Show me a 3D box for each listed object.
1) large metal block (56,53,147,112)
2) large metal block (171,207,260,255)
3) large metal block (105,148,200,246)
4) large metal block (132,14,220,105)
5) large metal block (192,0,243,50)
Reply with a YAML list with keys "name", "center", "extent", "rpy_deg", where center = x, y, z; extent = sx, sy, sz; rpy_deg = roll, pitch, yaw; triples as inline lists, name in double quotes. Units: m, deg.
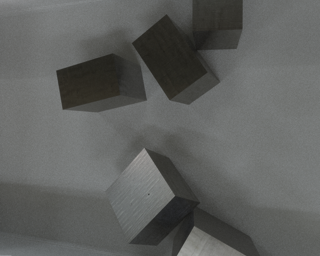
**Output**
- name: "large metal block"
  center: [-0.073, -0.055, 0.407]
  extent: [0.080, 0.080, 0.050]
  rpy_deg: [-12, 86, 19]
- name: "large metal block"
  center: [0.061, 0.138, 0.348]
  extent: [0.080, 0.080, 0.050]
  rpy_deg: [29, 94, 4]
- name: "large metal block"
  center: [-0.012, 0.085, 0.384]
  extent: [0.080, 0.050, 0.080]
  rpy_deg: [-49, 47, 13]
- name: "large metal block"
  center: [0.023, -0.077, 0.373]
  extent: [0.050, 0.080, 0.080]
  rpy_deg: [-36, 79, 17]
- name: "large metal block"
  center: [0.065, -0.139, 0.354]
  extent: [0.050, 0.080, 0.080]
  rpy_deg: [0, 90, 10]
